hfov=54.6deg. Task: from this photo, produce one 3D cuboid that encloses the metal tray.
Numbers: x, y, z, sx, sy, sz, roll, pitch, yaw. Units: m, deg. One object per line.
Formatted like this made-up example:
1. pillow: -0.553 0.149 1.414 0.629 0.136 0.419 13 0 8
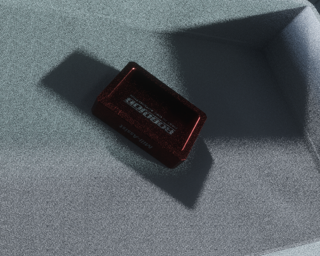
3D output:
1. metal tray: -0.010 -0.019 0.407 0.130 0.030 0.090 36 51 -5
